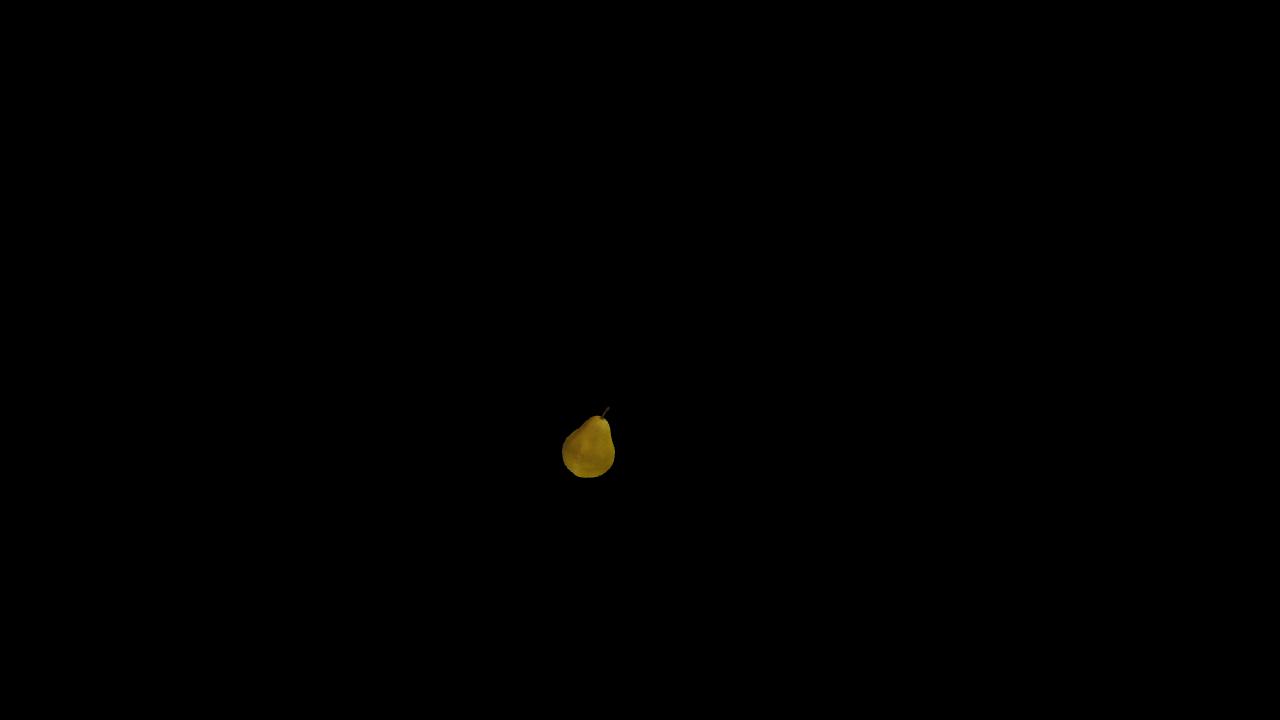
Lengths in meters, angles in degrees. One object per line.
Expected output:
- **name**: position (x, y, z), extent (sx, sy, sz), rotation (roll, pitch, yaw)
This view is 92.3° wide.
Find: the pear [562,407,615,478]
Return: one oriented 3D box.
- **pear**: position (-0.072, 0.119, 0.909), extent (0.080, 0.111, 0.080), rotation (10, 27, -5)
